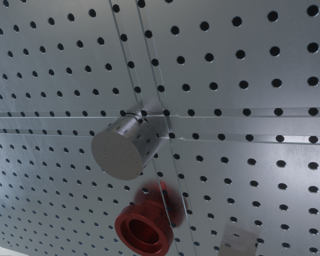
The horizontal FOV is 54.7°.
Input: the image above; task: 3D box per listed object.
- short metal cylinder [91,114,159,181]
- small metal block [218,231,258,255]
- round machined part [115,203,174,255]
[{"bbox_3d":[-0.049,0.027,0.437,0.080,0.050,0.079,13,124,21],"label":"short metal cylinder"},{"bbox_3d":[0.116,0.191,0.468,0.050,0.025,0.050,15,125,19],"label":"small metal block"},{"bbox_3d":[-0.022,0.164,0.514,0.098,0.042,0.097,13,124,21],"label":"round machined part"}]
